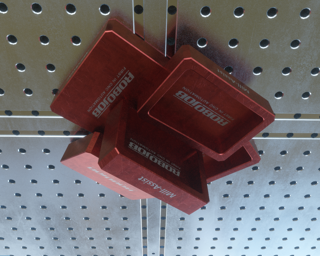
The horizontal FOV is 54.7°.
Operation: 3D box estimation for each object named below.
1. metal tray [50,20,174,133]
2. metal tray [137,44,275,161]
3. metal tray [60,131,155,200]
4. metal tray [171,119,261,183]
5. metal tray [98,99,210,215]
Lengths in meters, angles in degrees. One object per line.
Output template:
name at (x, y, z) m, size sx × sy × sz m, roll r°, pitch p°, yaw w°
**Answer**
metal tray at (-0.057, -0.048, 0.365) m, size 0.090 × 0.030 × 0.129 m, roll 32°, pitch 123°, yaw -25°
metal tray at (0.051, -0.022, 0.351) m, size 0.131 × 0.030 × 0.090 m, roll 29°, pitch 124°, yaw -23°
metal tray at (-0.061, 0.058, 0.433) m, size 0.130 × 0.030 × 0.090 m, roll 35°, pitch 147°, yaw -26°
metal tray at (0.063, 0.036, 0.438) m, size 0.130 × 0.030 × 0.090 m, roll -27°, pitch 126°, yaw 20°
metal tray at (-0.003, 0.033, 0.357) m, size 0.130 × 0.090 × 0.030 m, roll 33°, pitch 122°, yaw -25°
